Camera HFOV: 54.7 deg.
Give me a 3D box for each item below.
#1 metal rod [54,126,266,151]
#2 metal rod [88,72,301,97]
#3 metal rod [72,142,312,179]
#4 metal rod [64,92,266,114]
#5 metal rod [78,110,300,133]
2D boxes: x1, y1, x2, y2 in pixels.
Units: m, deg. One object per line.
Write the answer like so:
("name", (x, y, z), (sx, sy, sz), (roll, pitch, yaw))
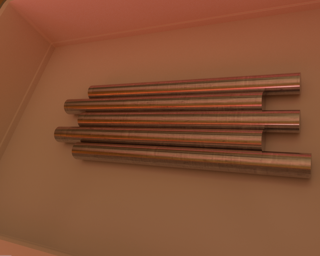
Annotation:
("metal rod", (-0.020, 0.012, 0.406), (0.300, 0.025, 0.025), (1, 62, 28))
("metal rod", (0.027, -0.053, 0.421), (0.300, 0.025, 0.025), (1, 62, 28))
("metal rod", (0.015, 0.035, 0.373), (0.300, 0.025, 0.025), (1, 62, 28))
("metal rod", (-0.013, -0.032, 0.429), (0.300, 0.025, 0.025), (1, 62, 28))
("metal rod", (0.017, -0.009, 0.400), (0.300, 0.025, 0.025), (1, 62, 28))
